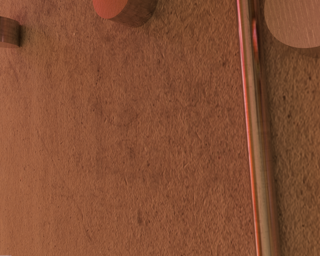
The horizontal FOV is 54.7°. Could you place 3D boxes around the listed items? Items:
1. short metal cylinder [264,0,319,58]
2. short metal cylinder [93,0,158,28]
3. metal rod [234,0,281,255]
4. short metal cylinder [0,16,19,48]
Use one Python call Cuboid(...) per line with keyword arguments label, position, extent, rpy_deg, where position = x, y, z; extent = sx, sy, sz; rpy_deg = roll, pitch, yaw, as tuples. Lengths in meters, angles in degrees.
Cuboid(label="short metal cylinder", position=(0.141, -0.106, 0.272), extent=(0.080, 0.050, 0.079), rpy_deg=(0, 90, 40))
Cuboid(label="short metal cylinder", position=(-0.048, -0.185, 0.428), extent=(0.080, 0.050, 0.079), rpy_deg=(0, 90, 40))
Cuboid(label="metal rod", position=(0.100, -0.009, 0.321), extent=(0.025, 0.025, 0.298), rpy_deg=(-6, 86, 40))
Cuboid(label="short metal cylinder", position=(-0.339, -0.201, 0.649), extent=(0.080, 0.081, 0.050), rpy_deg=(7, 94, 40))
